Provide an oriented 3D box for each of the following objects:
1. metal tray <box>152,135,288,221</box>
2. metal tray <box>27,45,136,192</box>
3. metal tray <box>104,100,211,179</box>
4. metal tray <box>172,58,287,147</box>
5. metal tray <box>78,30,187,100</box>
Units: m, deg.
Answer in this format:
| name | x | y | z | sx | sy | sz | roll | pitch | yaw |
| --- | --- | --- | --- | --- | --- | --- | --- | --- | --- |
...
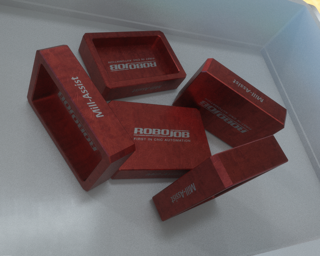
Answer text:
| name | x | y | z | sx | sy | sz | roll | pitch | yaw |
| --- | --- | --- | --- | --- | --- | --- | --- | --- | --- |
| metal tray | 0.059 | 0.057 | 0.333 | 0.091 | 0.129 | 0.030 | -13 | 69 | -34 |
| metal tray | -0.087 | -0.008 | 0.320 | 0.030 | 0.090 | 0.130 | -27 | 77 | -38 |
| metal tray | -0.002 | 0.016 | 0.389 | 0.131 | 0.030 | 0.090 | 3 | 60 | -27 |
| metal tray | 0.094 | -0.027 | 0.430 | 0.130 | 0.090 | 0.030 | 33 | 52 | -7 |
| metal tray | -0.036 | -0.092 | 0.438 | 0.131 | 0.030 | 0.090 | -14 | 69 | -34 |
